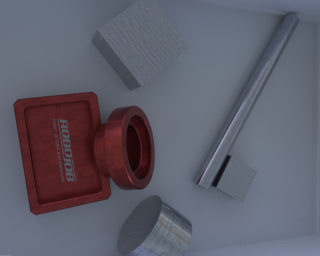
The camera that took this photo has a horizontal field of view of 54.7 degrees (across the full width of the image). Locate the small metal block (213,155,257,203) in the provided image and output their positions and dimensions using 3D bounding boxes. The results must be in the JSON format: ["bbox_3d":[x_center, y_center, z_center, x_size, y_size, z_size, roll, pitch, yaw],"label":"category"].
[{"bbox_3d":[0.106,0.073,0.451,0.050,0.025,0.050,32,80,-18],"label":"small metal block"}]

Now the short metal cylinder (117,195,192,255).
[{"bbox_3d":[-0.007,0.131,0.380,0.050,0.080,0.080,41,77,-16],"label":"short metal cylinder"}]

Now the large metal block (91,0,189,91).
[{"bbox_3d":[-0.025,-0.105,0.389,0.080,0.050,0.080,-42,104,-16],"label":"large metal block"}]

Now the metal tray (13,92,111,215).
[{"bbox_3d":[-0.113,0.027,0.366,0.091,0.030,0.129,-9,93,-20],"label":"metal tray"}]

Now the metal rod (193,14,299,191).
[{"bbox_3d":[0.132,-0.045,0.461,0.025,0.025,0.300,34,79,-17],"label":"metal rod"}]

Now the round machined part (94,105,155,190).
[{"bbox_3d":[-0.043,0.024,0.367,0.042,0.098,0.097,-7,93,18],"label":"round machined part"}]
